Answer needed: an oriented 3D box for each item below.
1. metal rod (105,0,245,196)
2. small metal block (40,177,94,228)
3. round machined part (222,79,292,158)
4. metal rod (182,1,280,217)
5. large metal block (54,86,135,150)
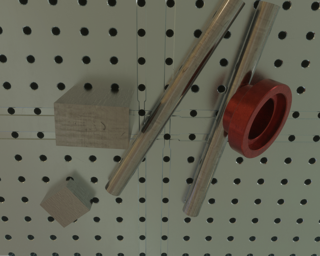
[{"bbox_3d":[0.010,-0.031,0.402,0.025,0.025,0.298,30,107,-11],"label":"metal rod"},{"bbox_3d":[-0.135,0.109,0.452,0.050,0.025,0.050,-35,107,11],"label":"small metal block"},{"bbox_3d":[0.116,-0.015,0.383,0.099,0.042,0.097,-26,132,-32],"label":"round machined part"},{"bbox_3d":[0.087,-0.010,0.410,0.025,0.025,0.298,15,109,-6],"label":"metal rod"},{"bbox_3d":[-0.075,-0.015,0.378,0.081,0.080,0.050,3,110,-2],"label":"large metal block"}]
